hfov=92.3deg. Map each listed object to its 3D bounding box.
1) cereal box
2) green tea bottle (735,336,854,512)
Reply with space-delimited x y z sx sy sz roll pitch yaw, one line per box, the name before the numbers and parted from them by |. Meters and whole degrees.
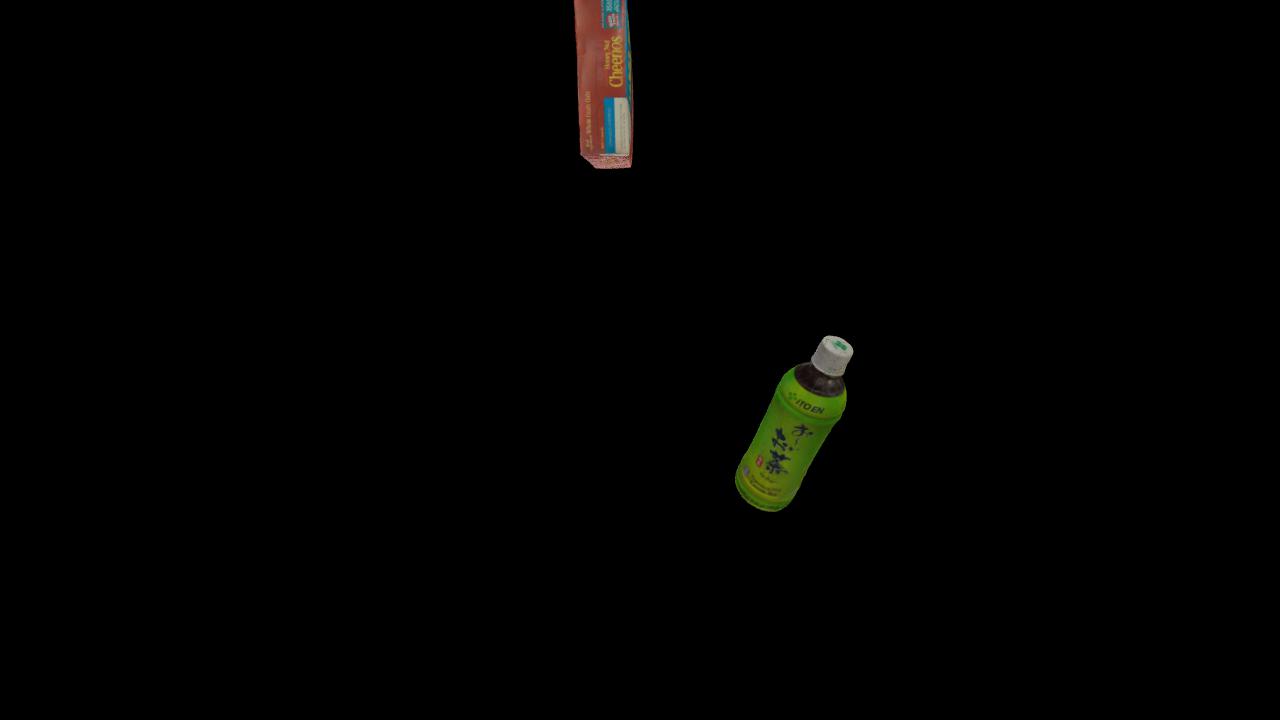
cereal box | -0.050 -0.411 0.957 0.081 0.203 0.306 -2 13 -1
green tea bottle | 0.159 0.066 0.629 0.073 0.212 0.073 8 38 -6
